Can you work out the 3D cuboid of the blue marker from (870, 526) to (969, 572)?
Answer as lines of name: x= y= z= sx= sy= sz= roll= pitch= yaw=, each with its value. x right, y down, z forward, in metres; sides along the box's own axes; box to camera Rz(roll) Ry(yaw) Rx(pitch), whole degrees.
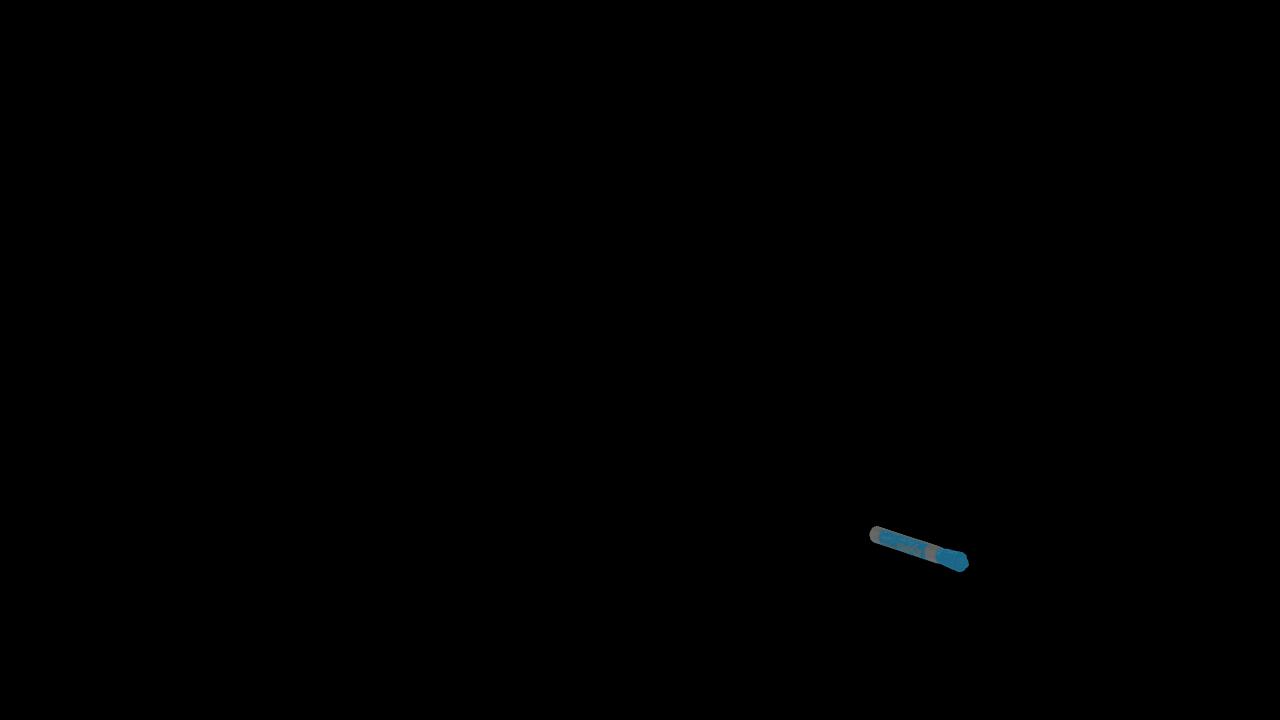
blue marker: x=0.285 y=0.193 z=0.633 sx=0.020 sy=0.020 sz=0.121 roll=0 pitch=-2 yaw=-19
